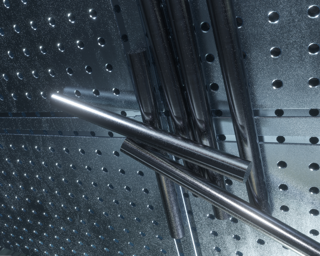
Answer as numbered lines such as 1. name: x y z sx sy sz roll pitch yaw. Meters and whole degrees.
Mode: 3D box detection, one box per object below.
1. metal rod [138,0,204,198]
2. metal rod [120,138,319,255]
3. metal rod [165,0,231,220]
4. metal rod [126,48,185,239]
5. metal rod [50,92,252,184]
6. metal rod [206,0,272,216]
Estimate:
1. metal rod: 0.018 -0.041 0.376 0.025 0.025 0.299 -2 117 29
2. metal rod: 0.083 0.092 0.390 0.301 0.025 0.025 29 128 9
3. metal rod: 0.052 -0.009 0.377 0.025 0.025 0.299 -1 118 29
4. metal rod: 0.000 0.039 0.435 0.025 0.025 0.298 2 120 27
5. metal rod: -0.032 0.003 0.398 0.300 0.025 0.025 20 127 28
6. metal rod: 0.098 -0.001 0.359 0.025 0.025 0.299 -4 117 30
